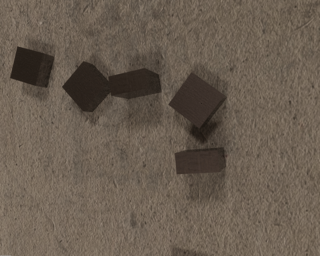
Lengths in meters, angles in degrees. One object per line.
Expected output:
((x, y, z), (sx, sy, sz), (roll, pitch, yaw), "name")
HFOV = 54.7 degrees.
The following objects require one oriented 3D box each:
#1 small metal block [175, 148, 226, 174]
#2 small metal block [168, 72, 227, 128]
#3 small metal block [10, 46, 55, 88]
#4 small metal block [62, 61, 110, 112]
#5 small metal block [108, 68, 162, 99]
((0.050, 0.039, 0.377), (0.050, 0.050, 0.025), (-6, 88, 19), "small metal block")
((0.048, -0.034, 0.392), (0.050, 0.025, 0.050), (39, 102, 15), "small metal block")
((-0.196, -0.093, 0.476), (0.050, 0.025, 0.050), (17, 96, 18), "small metal block")
((-0.103, -0.059, 0.444), (0.050, 0.025, 0.050), (-46, 76, 14), "small metal block")
((-0.031, -0.057, 0.406), (0.050, 0.050, 0.025), (-9, 87, 19), "small metal block")
